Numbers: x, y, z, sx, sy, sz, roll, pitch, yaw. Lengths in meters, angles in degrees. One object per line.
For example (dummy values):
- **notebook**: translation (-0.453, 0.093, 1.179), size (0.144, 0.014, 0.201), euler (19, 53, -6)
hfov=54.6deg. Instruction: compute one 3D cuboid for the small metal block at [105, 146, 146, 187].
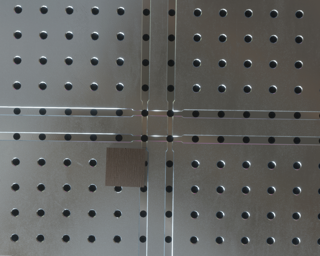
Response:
- **small metal block**: translation (-0.045, 0.051, 0.413), size (0.050, 0.025, 0.050), euler (2, 90, 0)
